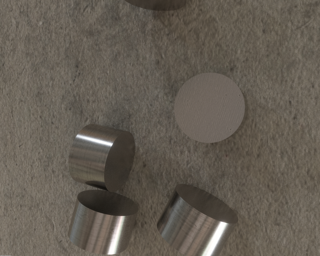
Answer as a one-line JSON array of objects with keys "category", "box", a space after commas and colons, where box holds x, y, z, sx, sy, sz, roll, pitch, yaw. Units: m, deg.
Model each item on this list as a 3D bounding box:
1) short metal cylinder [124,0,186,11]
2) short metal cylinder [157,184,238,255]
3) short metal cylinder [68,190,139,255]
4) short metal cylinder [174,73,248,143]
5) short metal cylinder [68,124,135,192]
[{"category": "short metal cylinder", "box": [-0.005, -0.183, 0.381, 0.080, 0.080, 0.050, 7, 93, 19]}, {"category": "short metal cylinder", "box": [0.043, 0.109, 0.364, 0.080, 0.080, 0.050, 29, 99, 17]}, {"category": "short metal cylinder", "box": [-0.074, 0.120, 0.405, 0.080, 0.080, 0.050, 17, 96, 19]}, {"category": "short metal cylinder", "box": [0.063, -0.023, 0.373, 0.080, 0.050, 0.079, 0, 90, 19]}, {"category": "short metal cylinder", "box": [-0.073, 0.038, 0.404, 0.050, 0.080, 0.079, 12, 94, 19]}]
